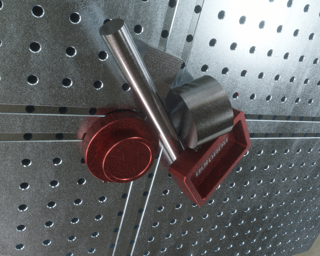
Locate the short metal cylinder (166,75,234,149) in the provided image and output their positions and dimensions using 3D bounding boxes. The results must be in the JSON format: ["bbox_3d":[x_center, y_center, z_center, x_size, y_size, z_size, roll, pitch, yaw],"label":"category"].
[{"bbox_3d":[0.048,-0.021,0.391,0.050,0.080,0.080,-23,127,-15],"label":"short metal cylinder"}]

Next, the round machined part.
[{"bbox_3d":[-0.045,0.031,0.395,0.099,0.042,0.097,-14,125,-21],"label":"round machined part"}]

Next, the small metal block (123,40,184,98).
[{"bbox_3d":[-0.008,-0.069,0.366,0.050,0.025,0.050,14,111,-34],"label":"small metal block"}]

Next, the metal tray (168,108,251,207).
[{"bbox_3d":[0.078,0.041,0.450,0.130,0.030,0.090,-47,139,-16],"label":"metal tray"}]

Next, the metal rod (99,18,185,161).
[{"bbox_3d":[0.004,-0.002,0.392,0.025,0.025,0.299,-35,137,-6],"label":"metal rod"}]
